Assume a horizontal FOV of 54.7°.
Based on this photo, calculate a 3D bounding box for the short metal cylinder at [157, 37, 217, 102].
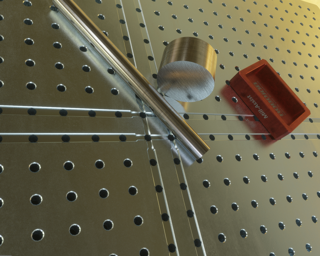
[{"bbox_3d":[0.039,-0.082,0.444,0.080,0.080,0.050,23,53,-14],"label":"short metal cylinder"}]

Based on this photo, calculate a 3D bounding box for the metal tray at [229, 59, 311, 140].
[{"bbox_3d":[0.192,-0.053,0.540,0.091,0.030,0.130,-30,78,-38],"label":"metal tray"}]

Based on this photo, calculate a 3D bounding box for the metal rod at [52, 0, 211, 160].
[{"bbox_3d":[-0.042,-0.075,0.430,0.300,0.025,0.025,47,51,5],"label":"metal rod"}]
